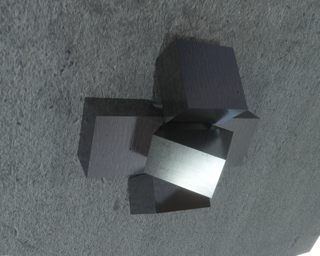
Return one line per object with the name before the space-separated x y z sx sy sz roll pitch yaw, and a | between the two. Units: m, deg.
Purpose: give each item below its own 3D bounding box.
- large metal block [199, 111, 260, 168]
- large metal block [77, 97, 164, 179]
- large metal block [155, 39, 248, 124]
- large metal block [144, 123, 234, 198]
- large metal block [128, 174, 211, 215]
large metal block | 0.083 0.010 0.442 0.081 0.050 0.079 0 119 -29
large metal block | -0.049 0.010 0.373 0.081 0.050 0.079 -1 119 -29
large metal block | 0.047 -0.051 0.361 0.081 0.080 0.050 0 162 -28
large metal block | 0.037 0.028 0.369 0.080 0.080 0.050 19 116 11
large metal block | 0.010 0.089 0.427 0.081 0.080 0.050 2 75 -29
